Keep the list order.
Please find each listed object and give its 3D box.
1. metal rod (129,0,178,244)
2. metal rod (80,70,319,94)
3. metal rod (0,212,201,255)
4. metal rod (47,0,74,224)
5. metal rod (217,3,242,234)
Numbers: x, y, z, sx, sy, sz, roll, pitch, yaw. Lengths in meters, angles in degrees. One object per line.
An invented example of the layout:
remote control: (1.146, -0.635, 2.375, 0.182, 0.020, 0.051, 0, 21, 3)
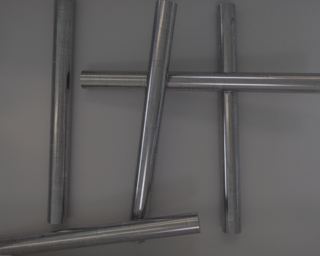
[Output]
metal rod: (-0.012, 0.002, 0.383, 0.025, 0.025, 0.298, 8, 101, 0)
metal rod: (0.048, -0.059, 0.391, 0.301, 0.025, 0.025, 2, 90, 8)
metal rod: (-0.101, 0.138, 0.390, 0.301, 0.025, 0.025, -10, 90, 7)
metal rod: (-0.131, -0.026, 0.410, 0.025, 0.025, 0.298, 2, 90, 0)
metal rod: (0.092, -0.012, 0.411, 0.025, 0.025, 0.298, -2, 90, 0)
